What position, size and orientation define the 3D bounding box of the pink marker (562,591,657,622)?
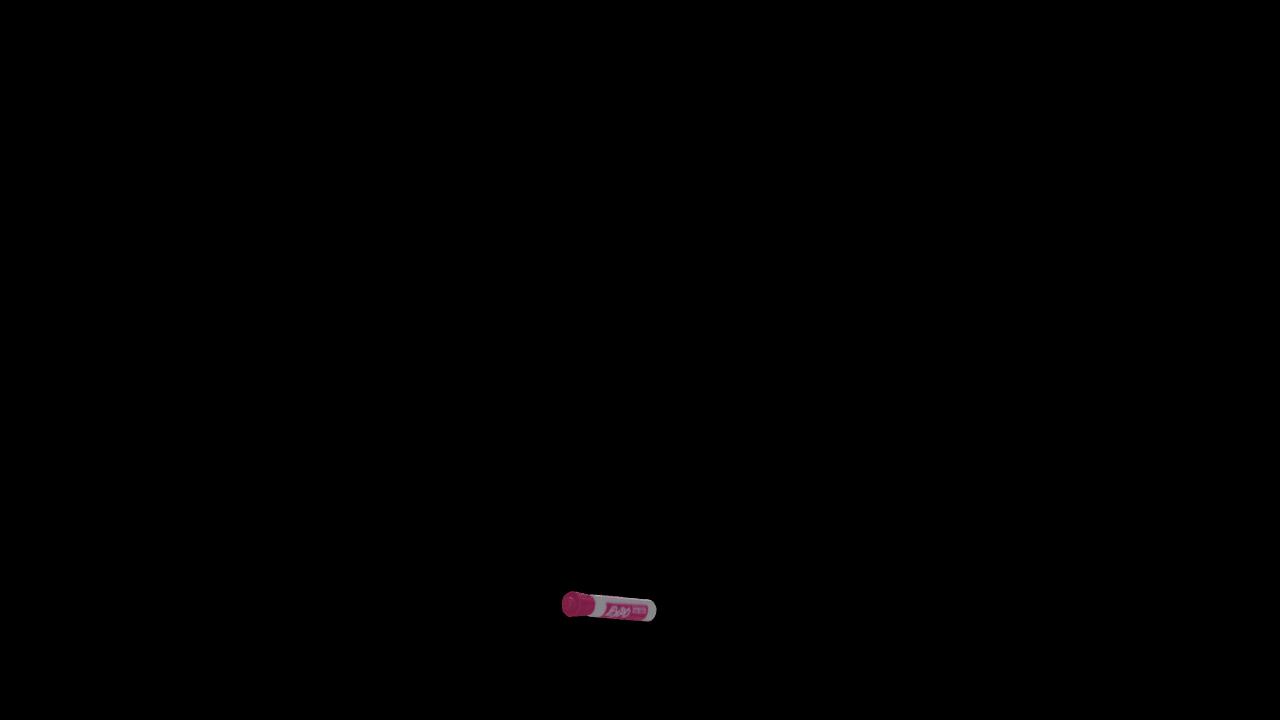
[{"bbox_3d":[-0.025,0.209,0.521,0.020,0.020,0.121,0,-21,35],"label":"pink marker"}]
